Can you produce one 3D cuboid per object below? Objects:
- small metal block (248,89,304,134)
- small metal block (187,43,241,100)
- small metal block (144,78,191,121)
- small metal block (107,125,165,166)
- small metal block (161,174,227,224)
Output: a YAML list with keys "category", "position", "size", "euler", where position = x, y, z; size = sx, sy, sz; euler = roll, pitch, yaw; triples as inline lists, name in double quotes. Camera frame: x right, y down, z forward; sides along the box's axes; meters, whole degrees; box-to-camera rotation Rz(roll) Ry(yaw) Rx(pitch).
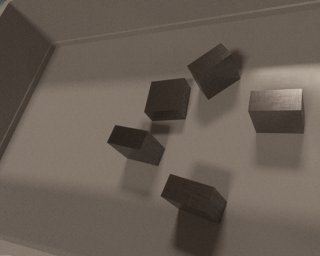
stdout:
- category: "small metal block"
  position: [0.127, -0.017, 0.333]
  size: [0.050, 0.050, 0.025]
  euler: [0, 62, 28]
- category: "small metal block"
  position: [0.070, -0.071, 0.396]
  size: [0.050, 0.050, 0.025]
  euler: [-34, 52, 6]
- category: "small metal block"
  position: [0.011, -0.038, 0.422]
  size: [0.050, 0.025, 0.050]
  euler: [-2, 61, 26]
- category: "small metal block"
  position: [-0.029, 0.022, 0.390]
  size: [0.050, 0.050, 0.025]
  euler: [10, 67, 32]
- category: "small metal block"
  position: [0.037, 0.074, 0.324]
  size: [0.050, 0.050, 0.025]
  euler: [12, 68, 33]
